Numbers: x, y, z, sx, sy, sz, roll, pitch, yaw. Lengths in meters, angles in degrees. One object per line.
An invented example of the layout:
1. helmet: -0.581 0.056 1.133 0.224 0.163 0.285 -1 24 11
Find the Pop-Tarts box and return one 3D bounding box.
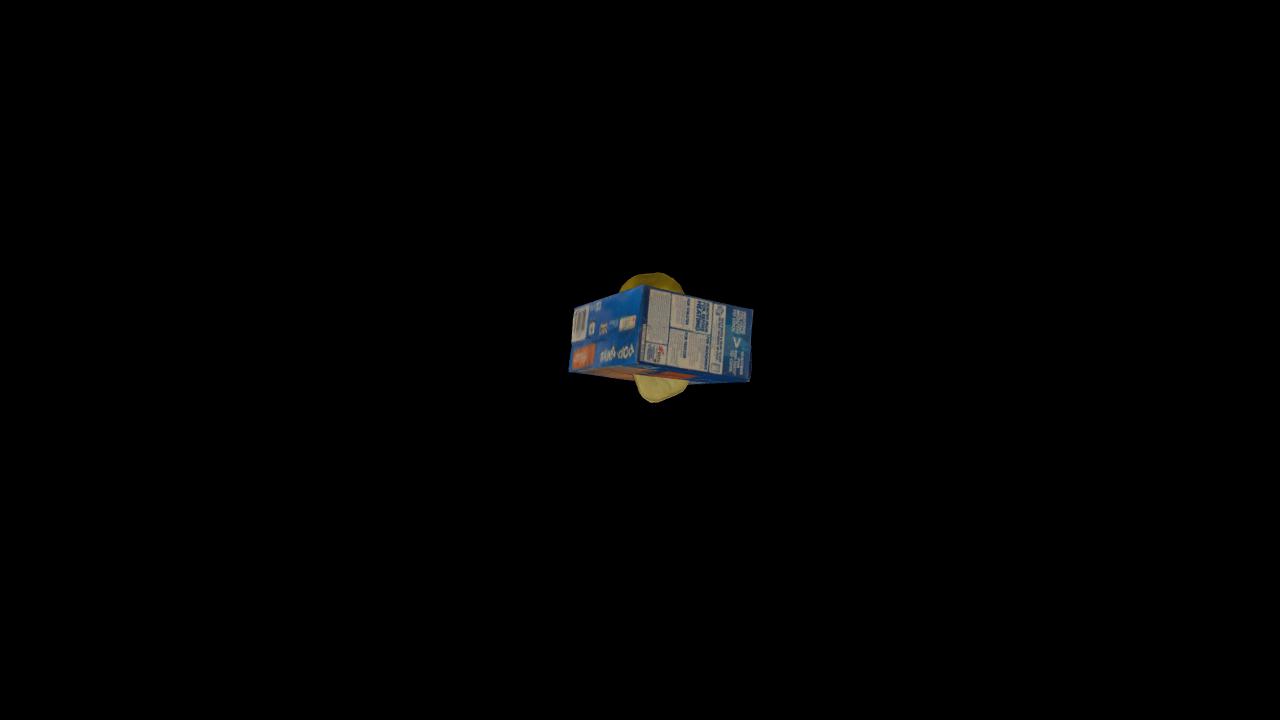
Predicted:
1. Pop-Tarts box: 0.019 -0.019 0.688 0.141 0.083 0.167 9 -7 -29

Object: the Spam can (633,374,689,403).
1. Spam can: 0.009 -0.011 0.697 0.058 0.101 0.085 -21 10 -4

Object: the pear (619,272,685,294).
1. pear: 0.017 -0.041 0.691 0.080 0.111 0.080 -8 40 7
